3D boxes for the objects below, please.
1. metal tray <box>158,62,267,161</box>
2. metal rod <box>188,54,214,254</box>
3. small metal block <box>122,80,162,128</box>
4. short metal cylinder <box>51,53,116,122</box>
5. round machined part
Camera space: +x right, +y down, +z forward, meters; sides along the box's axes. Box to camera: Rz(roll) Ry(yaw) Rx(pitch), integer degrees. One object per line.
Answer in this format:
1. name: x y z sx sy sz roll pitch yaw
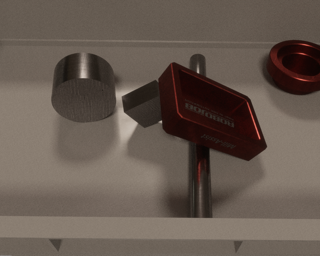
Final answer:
1. metal tray: 0.063 -0.019 0.377 0.131 0.030 0.090 19 45 -26
2. metal rod: 0.050 0.006 0.400 0.025 0.025 0.300 3 50 2
3. small metal block: -0.013 -0.030 0.400 0.050 0.050 0.025 -24 57 18
4. short metal cylinder: -0.100 -0.052 0.412 0.081 0.080 0.050 -6 51 -6
5. round machined part: 0.211 -0.088 0.471 0.099 0.042 0.098 0 50 0
